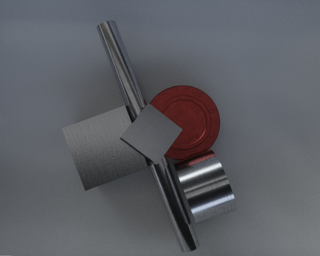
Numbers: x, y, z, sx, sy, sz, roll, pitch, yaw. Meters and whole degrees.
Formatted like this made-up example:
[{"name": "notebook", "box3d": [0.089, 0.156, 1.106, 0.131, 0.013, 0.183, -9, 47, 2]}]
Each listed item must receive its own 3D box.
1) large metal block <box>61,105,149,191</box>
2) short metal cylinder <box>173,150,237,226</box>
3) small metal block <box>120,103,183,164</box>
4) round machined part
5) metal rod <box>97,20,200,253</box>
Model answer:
[{"name": "large metal block", "box3d": [-0.066, 0.024, 0.394, 0.080, 0.050, 0.080, -20, 90, -1]}, {"name": "short metal cylinder", "box3d": [0.054, 0.073, 0.383, 0.050, 0.080, 0.080, -21, 90, 0]}, {"name": "small metal block", "box3d": [-0.011, 0.007, 0.361, 0.050, 0.025, 0.050, 38, 78, -7]}, {"name": "round machined part", "box3d": [0.029, -0.007, 0.401, 0.099, 0.042, 0.097, 0, 90, -1]}, {"name": "metal rod", "box3d": [-0.015, 0.011, 0.389, 0.025, 0.025, 0.299, -21, 90, 0]}]
